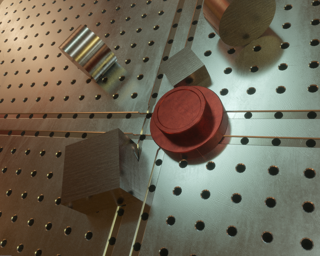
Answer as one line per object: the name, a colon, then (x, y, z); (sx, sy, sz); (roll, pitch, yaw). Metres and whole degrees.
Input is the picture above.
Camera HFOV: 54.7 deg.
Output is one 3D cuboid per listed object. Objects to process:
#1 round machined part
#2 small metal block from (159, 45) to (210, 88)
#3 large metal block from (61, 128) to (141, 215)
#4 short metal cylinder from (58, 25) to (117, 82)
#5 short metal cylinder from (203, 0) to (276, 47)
round machined part: (0.031, -0.014, 0.388); (0.098, 0.042, 0.098); (-13, 56, 21)
small metal block: (0.034, -0.081, 0.439); (0.050, 0.025, 0.050); (-34, 52, 5)
large metal block: (-0.074, 0.057, 0.395); (0.080, 0.050, 0.080); (-18, 55, 17)
short metal cylinder: (-0.117, -0.121, 0.507); (0.050, 0.080, 0.080); (-49, 52, -6)
short metal cylinder: (0.105, -0.157, 0.414); (0.080, 0.080, 0.050); (-30, 52, 8)
